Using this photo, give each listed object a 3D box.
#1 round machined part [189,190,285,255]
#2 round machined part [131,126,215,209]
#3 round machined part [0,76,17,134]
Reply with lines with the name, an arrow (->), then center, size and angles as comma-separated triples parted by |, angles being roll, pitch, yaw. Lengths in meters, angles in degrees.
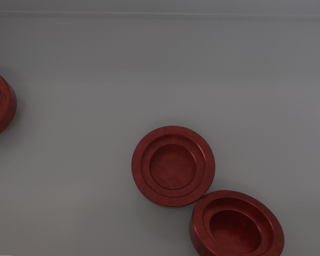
round machined part -> 0.080, 0.119, 0.341 | 0.099, 0.042, 0.098 | 7, 35, -5
round machined part -> 0.016, 0.050, 0.382 | 0.099, 0.042, 0.098 | 0, 70, 0
round machined part -> -0.238, -0.025, 0.408 | 0.099, 0.042, 0.098 | 0, 70, 0
